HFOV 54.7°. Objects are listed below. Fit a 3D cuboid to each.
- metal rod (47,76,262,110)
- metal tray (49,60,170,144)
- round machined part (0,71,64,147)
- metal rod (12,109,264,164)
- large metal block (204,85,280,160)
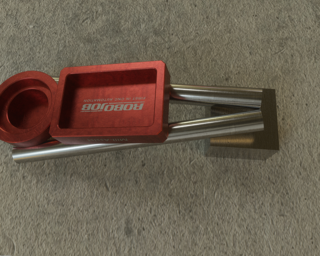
[{"bbox_3d":[-0.029,-0.047,0.392,0.301,0.025,0.025,6,70,15],"label":"metal rod"},{"bbox_3d":[-0.056,-0.029,0.361,0.131,0.030,0.090,-1,69,12],"label":"metal tray"},{"bbox_3d":[-0.165,-0.021,0.400,0.098,0.042,0.098,-3,69,9],"label":"round machined part"},{"bbox_3d":[-0.034,0.012,0.370,0.301,0.025,0.025,-8,70,10],"label":"metal rod"},{"bbox_3d":[0.101,-0.006,0.398,0.081,0.050,0.080,4,70,1],"label":"large metal block"}]
